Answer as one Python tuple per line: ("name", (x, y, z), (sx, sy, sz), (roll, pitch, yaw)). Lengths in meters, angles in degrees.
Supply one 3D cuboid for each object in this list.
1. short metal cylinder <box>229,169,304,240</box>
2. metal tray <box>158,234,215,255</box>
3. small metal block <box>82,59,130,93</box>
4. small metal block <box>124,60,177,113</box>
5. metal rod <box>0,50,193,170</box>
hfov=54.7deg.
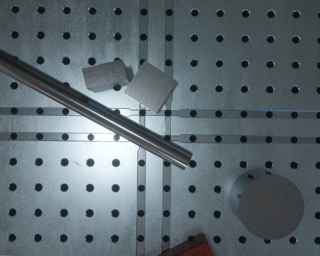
("short metal cylinder", (0.136, 0.097, 0.403), (0.081, 0.050, 0.079), (0, 90, -1))
("metal tray", (0.022, 0.213, 0.411), (0.131, 0.030, 0.090), (-27, 90, -1))
("small metal block", (-0.068, -0.066, 0.400), (0.050, 0.050, 0.025), (-14, 90, 0))
("small metal block", (-0.012, -0.054, 0.413), (0.050, 0.025, 0.050), (33, 90, -1))
("metal rod", (-0.095, -0.026, 0.412), (0.301, 0.025, 0.025), (28, 90, -1))
